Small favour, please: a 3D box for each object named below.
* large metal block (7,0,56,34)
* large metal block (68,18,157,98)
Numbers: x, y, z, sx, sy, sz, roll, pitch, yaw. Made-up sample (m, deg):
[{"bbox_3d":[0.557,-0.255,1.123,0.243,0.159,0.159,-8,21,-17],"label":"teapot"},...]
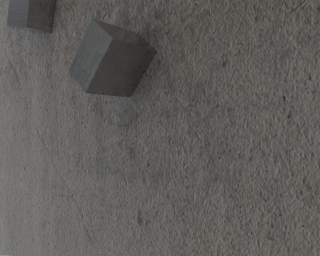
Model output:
[{"bbox_3d":[-0.246,-0.228,0.592,0.080,0.050,0.079,17,101,38],"label":"large metal block"},{"bbox_3d":[-0.064,-0.091,0.422,0.050,0.081,0.080,48,119,29],"label":"large metal block"}]
